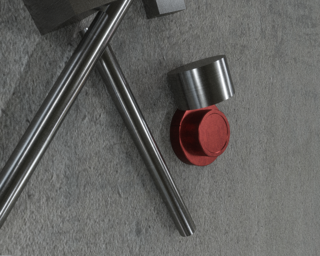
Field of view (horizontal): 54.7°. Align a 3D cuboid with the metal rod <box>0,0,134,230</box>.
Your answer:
[{"bbox_3d":[-0.096,-0.030,0.303,0.025,0.025,0.299,36,75,-35],"label":"metal rod"}]

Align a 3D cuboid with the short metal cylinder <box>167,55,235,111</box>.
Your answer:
[{"bbox_3d":[0.055,-0.062,0.417,0.081,0.080,0.050,-31,110,-36],"label":"short metal cylinder"}]

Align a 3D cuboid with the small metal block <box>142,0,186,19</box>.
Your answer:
[{"bbox_3d":[0.003,-0.176,0.408,0.050,0.025,0.050,-28,108,-37],"label":"small metal block"}]

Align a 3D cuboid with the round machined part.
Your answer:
[{"bbox_3d":[0.064,0.007,0.450,0.099,0.042,0.097,0,90,-40],"label":"round machined part"}]

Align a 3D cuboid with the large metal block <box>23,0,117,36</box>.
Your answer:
[{"bbox_3d":[-0.095,-0.142,0.290,0.050,0.080,0.080,-38,114,-34],"label":"large metal block"}]

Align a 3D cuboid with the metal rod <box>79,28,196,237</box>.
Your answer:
[{"bbox_3d":[-0.019,0.017,0.390,0.025,0.025,0.299,-38,114,-34],"label":"metal rod"}]
